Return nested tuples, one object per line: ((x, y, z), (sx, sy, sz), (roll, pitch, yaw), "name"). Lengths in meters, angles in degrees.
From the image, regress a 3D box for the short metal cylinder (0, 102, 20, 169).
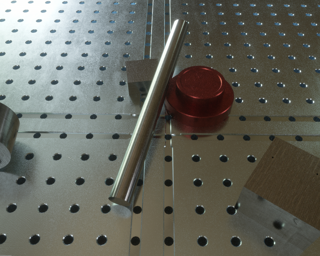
((-0.213, 0.008, 0.362), (0.081, 0.080, 0.050), (-3, 50, -3), "short metal cylinder")

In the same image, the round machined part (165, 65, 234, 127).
((0.056, -0.052, 0.441), (0.099, 0.042, 0.098), (0, 50, 0), "round machined part")

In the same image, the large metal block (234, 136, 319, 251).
((0.140, 0.068, 0.336), (0.080, 0.050, 0.080), (30, 56, 22), "large metal block")

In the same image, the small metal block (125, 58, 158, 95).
((-0.025, -0.079, 0.474), (0.050, 0.025, 0.050), (-6, 50, -6), "small metal block")

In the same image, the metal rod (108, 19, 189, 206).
((-0.006, -0.041, 0.417), (0.025, 0.025, 0.300), (12, 58, 9), "metal rod")
